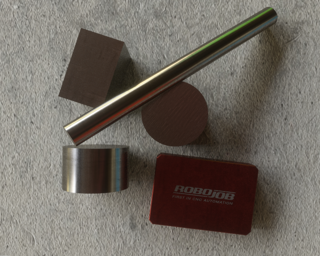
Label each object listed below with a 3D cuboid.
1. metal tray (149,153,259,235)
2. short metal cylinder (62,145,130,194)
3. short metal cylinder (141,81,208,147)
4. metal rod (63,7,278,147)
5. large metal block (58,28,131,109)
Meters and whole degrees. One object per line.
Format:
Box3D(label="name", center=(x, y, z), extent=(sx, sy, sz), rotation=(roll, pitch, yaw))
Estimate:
Box3D(label="metal tray", center=(0.056, 0.085, 0.408), extent=(0.131, 0.030, 0.089), rotation=(7, 90, 0))
Box3D(label="short metal cylinder", center=(-0.078, 0.047, 0.382), extent=(0.081, 0.080, 0.050), rotation=(1, 90, 0))
Box3D(label="short metal cylinder", center=(0.018, -0.018, 0.397), extent=(0.081, 0.050, 0.079), rotation=(0, 90, 0))
Box3D(label="metal rod", center=(0.027, -0.070, 0.365), extent=(0.302, 0.025, 0.025), rotation=(-33, 90, -18))
Box3D(label="large metal block", center=(-0.076, -0.065, 0.382), extent=(0.050, 0.080, 0.080), rotation=(18, 90, 0))
